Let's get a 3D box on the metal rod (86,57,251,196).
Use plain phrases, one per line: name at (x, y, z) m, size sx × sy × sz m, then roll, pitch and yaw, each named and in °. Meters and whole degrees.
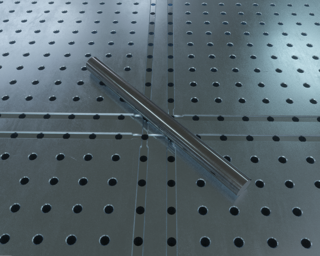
metal rod at (-0.006, -0.017, 0.423) m, size 0.025 × 0.025 × 0.300 m, roll -35°, pitch 58°, yaw -26°
